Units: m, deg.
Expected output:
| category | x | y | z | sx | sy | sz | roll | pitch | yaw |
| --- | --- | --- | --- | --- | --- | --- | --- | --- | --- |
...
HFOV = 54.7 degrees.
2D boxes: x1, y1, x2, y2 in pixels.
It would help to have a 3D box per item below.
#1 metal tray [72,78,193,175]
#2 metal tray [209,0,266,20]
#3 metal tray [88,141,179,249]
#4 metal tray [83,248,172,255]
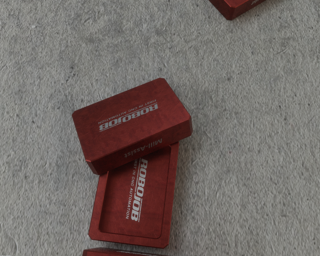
| category | x | y | z | sx | sy | sz | roll | pitch | yaw |
| --- | --- | --- | --- | --- | --- | --- | --- | --- | --- |
| metal tray | -0.036 | -0.006 | 0.390 | 0.131 | 0.030 | 0.090 | -23 | 49 | -8 |
| metal tray | 0.136 | -0.239 | 0.493 | 0.131 | 0.030 | 0.090 | -32 | 73 | -11 |
| metal tray | -0.028 | 0.073 | 0.378 | 0.091 | 0.030 | 0.130 | 7 | 70 | 2 |
| metal tray | -0.008 | 0.148 | 0.319 | 0.131 | 0.090 | 0.030 | 6 | 70 | 2 |
